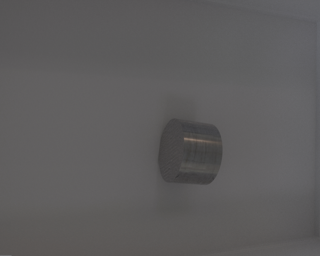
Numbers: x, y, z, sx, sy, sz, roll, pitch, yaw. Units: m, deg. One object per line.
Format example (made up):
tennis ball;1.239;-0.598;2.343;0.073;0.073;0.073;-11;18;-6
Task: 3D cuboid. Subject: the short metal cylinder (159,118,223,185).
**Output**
short metal cylinder;0.036;0.031;0.394;0.050;0.080;0.080;8;88;-20
